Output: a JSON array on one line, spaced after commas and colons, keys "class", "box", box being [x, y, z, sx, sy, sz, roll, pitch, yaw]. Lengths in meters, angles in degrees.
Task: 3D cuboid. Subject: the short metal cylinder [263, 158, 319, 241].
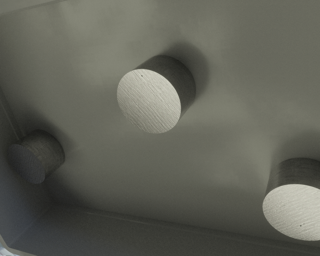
[{"class": "short metal cylinder", "box": [0.164, 0.081, 0.356, 0.080, 0.050, 0.079, 13, 124, 21]}]

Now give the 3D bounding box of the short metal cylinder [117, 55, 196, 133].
[{"class": "short metal cylinder", "box": [-0.003, -0.040, 0.369, 0.080, 0.050, 0.079, 13, 124, 21]}]

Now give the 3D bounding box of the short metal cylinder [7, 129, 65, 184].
[{"class": "short metal cylinder", "box": [-0.213, 0.049, 0.536, 0.080, 0.050, 0.079, 13, 124, 21]}]
